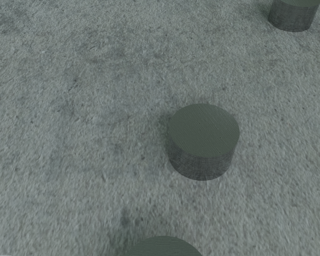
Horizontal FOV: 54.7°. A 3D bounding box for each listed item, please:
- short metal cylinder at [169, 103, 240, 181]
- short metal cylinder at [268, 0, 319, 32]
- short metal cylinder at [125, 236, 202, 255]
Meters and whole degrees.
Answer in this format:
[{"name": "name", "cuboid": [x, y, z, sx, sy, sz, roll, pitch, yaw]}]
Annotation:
[{"name": "short metal cylinder", "cuboid": [0.051, 0.016, 0.374, 0.081, 0.050, 0.080, 0, 50, 0]}, {"name": "short metal cylinder", "cuboid": [0.250, -0.223, 0.578, 0.081, 0.050, 0.080, 0, 50, 0]}, {"name": "short metal cylinder", "cuboid": [0.003, 0.142, 0.268, 0.081, 0.050, 0.080, 0, 50, 0]}]
